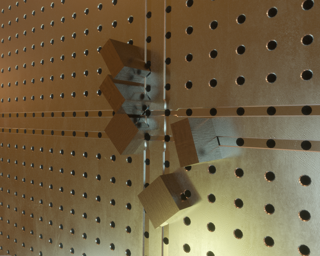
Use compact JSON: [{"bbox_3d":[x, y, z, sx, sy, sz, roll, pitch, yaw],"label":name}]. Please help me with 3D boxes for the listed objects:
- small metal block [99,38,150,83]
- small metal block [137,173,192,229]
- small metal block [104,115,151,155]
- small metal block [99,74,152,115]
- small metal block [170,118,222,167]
[{"bbox_3d":[-0.048,-0.093,0.431,0.025,0.050,0.050,-42,65,32],"label":"small metal block"},{"bbox_3d":[0.005,0.095,0.404,0.050,0.025,0.050,-46,63,30],"label":"small metal block"},{"bbox_3d":[-0.048,0.003,0.446,0.050,0.025,0.050,52,120,27],"label":"small metal block"},{"bbox_3d":[-0.048,-0.046,0.431,0.025,0.050,0.050,-50,61,28],"label":"small metal block"},{"bbox_3d":[0.042,0.016,0.357,0.025,0.050,0.050,-21,77,38],"label":"small metal block"}]
